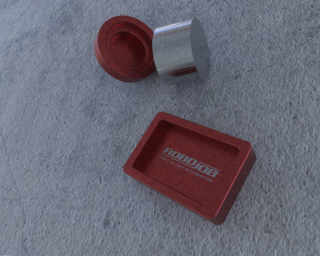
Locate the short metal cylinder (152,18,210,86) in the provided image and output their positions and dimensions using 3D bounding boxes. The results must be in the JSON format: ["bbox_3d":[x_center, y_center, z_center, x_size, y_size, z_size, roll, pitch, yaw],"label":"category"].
[{"bbox_3d":[0.030,-0.100,0.413,0.050,0.080,0.080,-6,59,25],"label":"short metal cylinder"}]

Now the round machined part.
[{"bbox_3d":[-0.051,-0.114,0.464,0.042,0.098,0.098,-26,42,59],"label":"round machined part"}]

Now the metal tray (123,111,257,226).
[{"bbox_3d":[0.031,0.040,0.358,0.130,0.030,0.090,22,73,35],"label":"metal tray"}]

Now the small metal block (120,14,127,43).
[{"bbox_3d":[-0.073,-0.153,0.520,0.050,0.025,0.050,-28,44,52],"label":"small metal block"}]
